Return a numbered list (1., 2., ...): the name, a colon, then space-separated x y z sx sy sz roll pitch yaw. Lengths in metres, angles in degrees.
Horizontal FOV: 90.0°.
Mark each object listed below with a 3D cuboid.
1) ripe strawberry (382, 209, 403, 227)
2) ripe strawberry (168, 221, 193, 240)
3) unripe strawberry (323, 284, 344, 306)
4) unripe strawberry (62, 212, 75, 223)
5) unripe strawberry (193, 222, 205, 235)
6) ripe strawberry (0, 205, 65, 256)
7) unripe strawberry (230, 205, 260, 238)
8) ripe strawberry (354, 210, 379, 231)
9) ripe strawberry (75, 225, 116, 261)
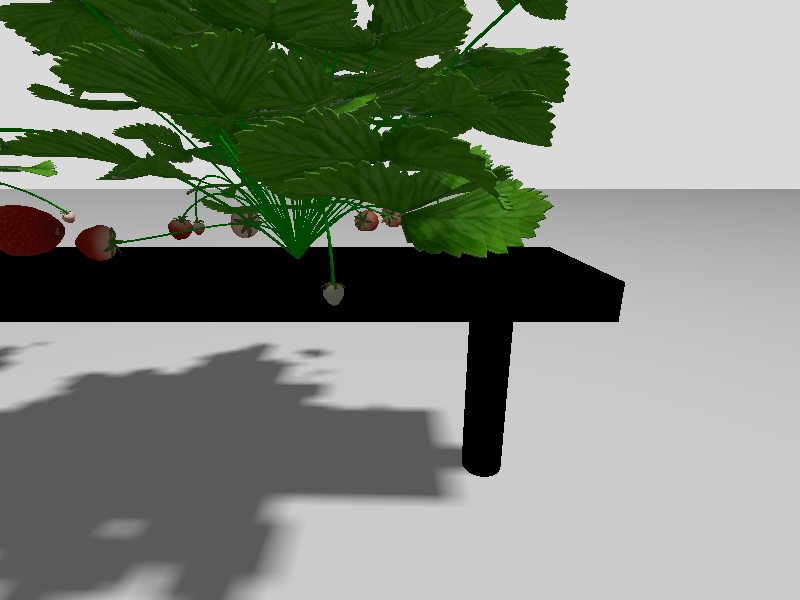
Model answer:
1. ripe strawberry: -0.008 -0.125 0.586 0.034 0.036 0.037 6 17 17
2. ripe strawberry: -0.251 -0.080 0.460 0.023 0.023 0.025 35 32 23
3. unripe strawberry: -0.034 -0.003 0.205 0.011 0.011 0.010 -6 18 -19
4. unripe strawberry: -0.514 -0.128 0.623 0.015 0.017 0.017 2 -45 5
5. unripe strawberry: -0.237 -0.084 0.473 0.015 0.015 0.014 14 22 39
6. ripe strawberry: -0.329 -0.062 0.354 0.052 0.045 0.052 0 17 -2
7. unripe strawberry: -0.182 -0.092 0.470 0.033 0.038 0.036 -12 20 -34
8. ripe strawberry: -0.042 -0.103 0.520 0.032 0.027 0.032 5 11 15
9. ripe strawberry: -0.260 -0.049 0.343 0.029 0.030 0.026 -1 17 -2
